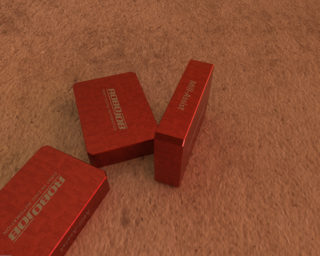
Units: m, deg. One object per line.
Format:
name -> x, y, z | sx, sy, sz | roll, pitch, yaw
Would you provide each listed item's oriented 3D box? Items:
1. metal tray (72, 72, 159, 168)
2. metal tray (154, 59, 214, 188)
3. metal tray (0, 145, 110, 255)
metal tray -> -0.060, -0.016, 0.413 | 0.091, 0.030, 0.130 | -14, 52, -12
metal tray -> 0.029, -0.007, 0.367 | 0.030, 0.089, 0.130 | 16, 52, 12
metal tray -> -0.125, 0.087, 0.325 | 0.090, 0.030, 0.130 | 22, 53, 17
